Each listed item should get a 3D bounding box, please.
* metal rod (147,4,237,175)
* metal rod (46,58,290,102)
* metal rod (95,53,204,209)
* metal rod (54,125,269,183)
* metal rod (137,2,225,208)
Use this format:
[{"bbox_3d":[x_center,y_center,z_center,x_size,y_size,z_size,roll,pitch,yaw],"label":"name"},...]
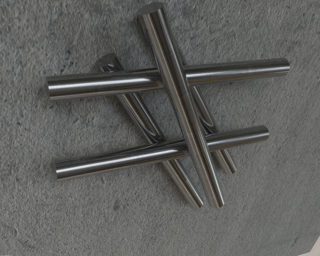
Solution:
[{"bbox_3d":[0.052,-0.029,0.420,0.025,0.025,0.299,-37,130,-4],"label":"metal rod"},{"bbox_3d":[0.029,-0.060,0.357,0.303,0.025,0.025,-9,123,-24],"label":"metal rod"},{"bbox_3d":[0.002,0.026,0.426,0.025,0.025,0.299,-35,129,-5],"label":"metal rod"},{"bbox_3d":[0.020,0.028,0.406,0.303,0.025,0.025,-9,122,-24],"label":"metal rod"},{"bbox_3d":[0.038,0.001,0.367,0.025,0.025,0.299,-31,129,-9],"label":"metal rod"}]
